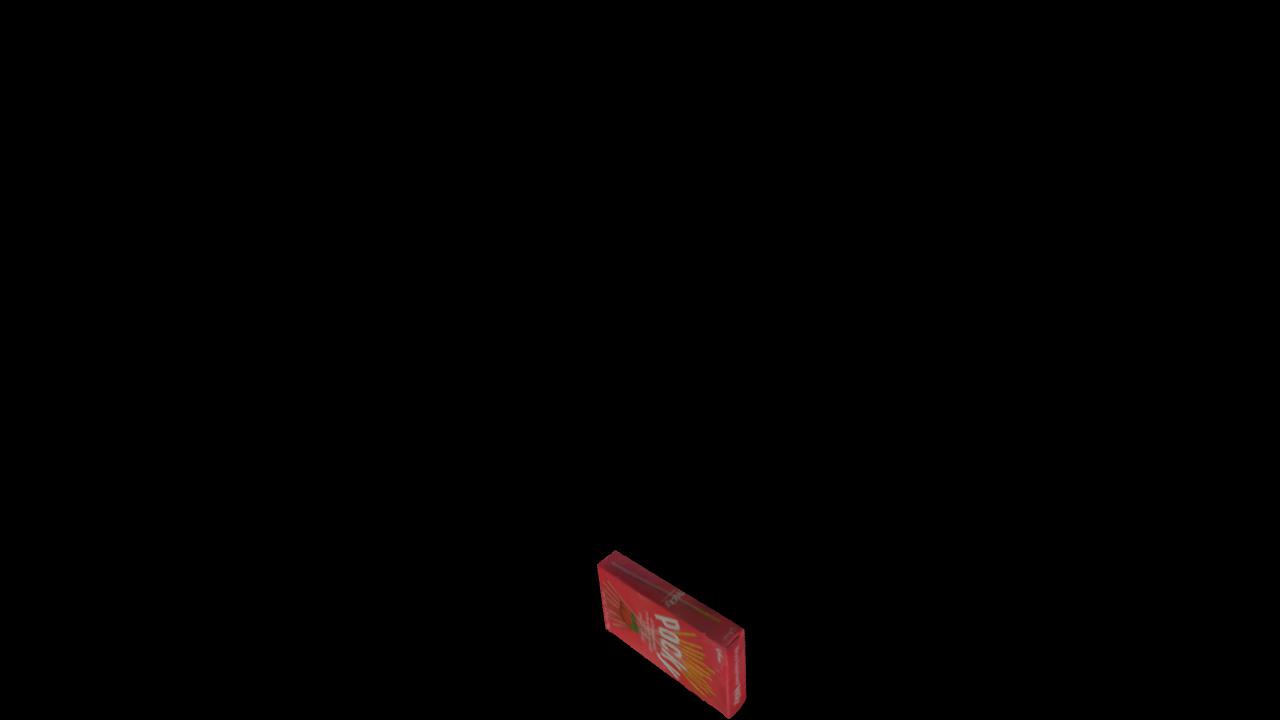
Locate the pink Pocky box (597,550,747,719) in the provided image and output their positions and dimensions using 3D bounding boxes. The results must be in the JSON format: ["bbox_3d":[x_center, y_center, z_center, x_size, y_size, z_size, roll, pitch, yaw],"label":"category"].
[{"bbox_3d":[0.025,0.242,0.553,0.155,0.084,0.029,17,32,41],"label":"pink Pocky box"}]
